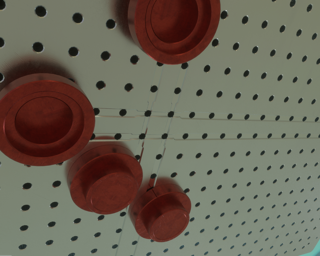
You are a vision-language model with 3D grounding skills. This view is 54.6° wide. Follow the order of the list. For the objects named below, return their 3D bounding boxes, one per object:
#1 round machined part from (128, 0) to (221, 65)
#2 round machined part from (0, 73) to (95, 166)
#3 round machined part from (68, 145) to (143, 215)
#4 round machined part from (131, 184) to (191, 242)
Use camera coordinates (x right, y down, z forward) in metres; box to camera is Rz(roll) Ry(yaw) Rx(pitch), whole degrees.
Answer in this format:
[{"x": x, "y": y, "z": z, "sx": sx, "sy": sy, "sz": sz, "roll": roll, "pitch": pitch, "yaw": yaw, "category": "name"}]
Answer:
[{"x": 0.012, "y": -0.121, "z": 0.331, "sx": 0.099, "sy": 0.042, "sz": 0.097, "roll": -14, "pitch": 124, "yaw": -21, "category": "round machined part"}, {"x": -0.122, "y": -0.012, "z": 0.326, "sx": 0.099, "sy": 0.042, "sz": 0.097, "roll": -14, "pitch": 124, "yaw": -21, "category": "round machined part"}, {"x": -0.068, "y": 0.075, "z": 0.409, "sx": 0.099, "sy": 0.042, "sz": 0.097, "roll": -14, "pitch": 124, "yaw": -21, "category": "round machined part"}, {"x": 0.007, "y": 0.141, "z": 0.490, "sx": 0.099, "sy": 0.042, "sz": 0.097, "roll": -14, "pitch": 124, "yaw": -21, "category": "round machined part"}]
